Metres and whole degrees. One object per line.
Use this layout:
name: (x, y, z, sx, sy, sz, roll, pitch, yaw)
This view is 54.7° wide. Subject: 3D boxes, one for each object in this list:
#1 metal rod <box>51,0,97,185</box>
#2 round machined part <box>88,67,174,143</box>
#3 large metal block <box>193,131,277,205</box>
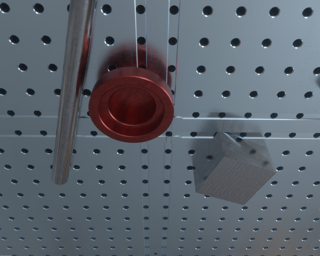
metal rod: (-0.111, -0.032, 0.383, 0.025, 0.025, 0.298, 13, 129, -11)
round machined part: (-0.033, -0.031, 0.373, 0.099, 0.042, 0.097, 0, 130, 0)
large metal block: (0.104, 0.060, 0.447, 0.081, 0.050, 0.079, 18, 128, -15)
